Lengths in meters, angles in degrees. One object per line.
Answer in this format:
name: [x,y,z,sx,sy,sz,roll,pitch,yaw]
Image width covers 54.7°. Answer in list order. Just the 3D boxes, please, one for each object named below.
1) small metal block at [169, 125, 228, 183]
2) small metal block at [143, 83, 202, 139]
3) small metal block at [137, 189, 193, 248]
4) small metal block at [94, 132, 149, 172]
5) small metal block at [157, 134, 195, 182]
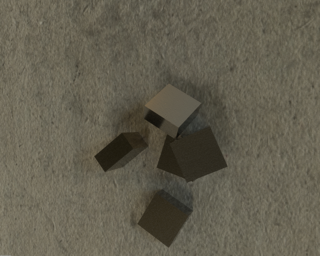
small metal block: [0.045,0.030,0.365,0.050,0.025,0.050,-24,91,9]
small metal block: [0.015,-0.022,0.388,0.050,0.025,0.050,34,57,16]
small metal block: [0.007,0.117,0.406,0.050,0.025,0.050,33,100,16]
small metal block: [-0.050,0.031,0.412,0.050,0.050,0.025,-40,78,15]
small metal block: [0.030,0.035,0.398,0.050,0.025,0.050,19,96,18]
